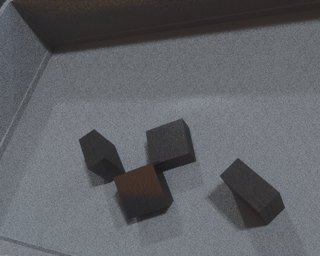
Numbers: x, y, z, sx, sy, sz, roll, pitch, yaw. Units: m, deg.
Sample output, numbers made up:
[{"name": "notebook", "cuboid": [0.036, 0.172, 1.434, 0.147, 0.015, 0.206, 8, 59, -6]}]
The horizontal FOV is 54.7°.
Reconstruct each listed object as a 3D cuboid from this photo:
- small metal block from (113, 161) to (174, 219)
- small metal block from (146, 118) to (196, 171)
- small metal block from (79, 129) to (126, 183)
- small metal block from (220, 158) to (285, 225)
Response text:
[{"name": "small metal block", "cuboid": [-0.019, 0.071, 0.356, 0.050, 0.025, 0.050, -22, 86, 15]}, {"name": "small metal block", "cuboid": [0.013, 0.022, 0.384, 0.050, 0.025, 0.050, -20, 54, 16]}, {"name": "small metal block", "cuboid": [-0.075, 0.037, 0.405, 0.025, 0.050, 0.050, -34, 52, 6]}, {"name": "small metal block", "cuboid": [0.091, 0.063, 0.303, 0.025, 0.050, 0.050, -44, 51, -2]}]
